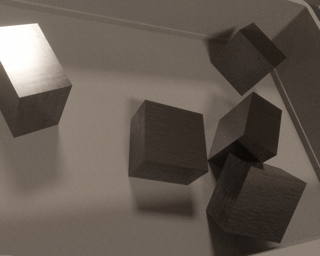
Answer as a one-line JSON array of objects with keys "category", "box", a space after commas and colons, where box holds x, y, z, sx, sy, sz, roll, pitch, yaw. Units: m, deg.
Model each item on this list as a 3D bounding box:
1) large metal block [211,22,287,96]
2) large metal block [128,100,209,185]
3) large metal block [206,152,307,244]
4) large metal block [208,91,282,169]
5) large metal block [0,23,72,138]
[{"category": "large metal block", "box": [0.148, -0.115, 0.522, 0.080, 0.080, 0.050, 49, 51, 6]}, {"category": "large metal block", "box": [0.009, 0.020, 0.384, 0.081, 0.050, 0.080, 13, 56, -22]}, {"category": "large metal block", "box": [0.115, 0.084, 0.376, 0.081, 0.050, 0.080, 18, 98, -18]}, {"category": "large metal block", "box": [0.118, 0.010, 0.430, 0.050, 0.080, 0.080, 31, 51, -9]}, {"category": "large metal block", "box": [-0.141, -0.048, 0.324, 0.050, 0.080, 0.080, -22, 74, -36]}]
